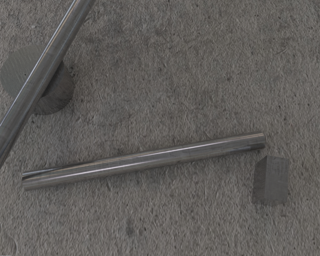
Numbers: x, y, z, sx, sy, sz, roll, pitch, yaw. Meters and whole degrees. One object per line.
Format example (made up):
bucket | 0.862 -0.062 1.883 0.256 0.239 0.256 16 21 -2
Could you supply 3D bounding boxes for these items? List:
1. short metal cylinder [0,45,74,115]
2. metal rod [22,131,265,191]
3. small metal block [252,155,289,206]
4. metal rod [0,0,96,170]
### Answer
short metal cylinder | -0.162 -0.063 0.417 0.081 0.050 0.080 0 70 0
metal rod | -0.017 0.041 0.393 0.302 0.025 0.025 -10 70 -4
small metal block | 0.132 0.065 0.372 0.025 0.050 0.050 10 70 3
metal rod | -0.141 -0.074 0.380 0.025 0.025 0.300 20 71 7
